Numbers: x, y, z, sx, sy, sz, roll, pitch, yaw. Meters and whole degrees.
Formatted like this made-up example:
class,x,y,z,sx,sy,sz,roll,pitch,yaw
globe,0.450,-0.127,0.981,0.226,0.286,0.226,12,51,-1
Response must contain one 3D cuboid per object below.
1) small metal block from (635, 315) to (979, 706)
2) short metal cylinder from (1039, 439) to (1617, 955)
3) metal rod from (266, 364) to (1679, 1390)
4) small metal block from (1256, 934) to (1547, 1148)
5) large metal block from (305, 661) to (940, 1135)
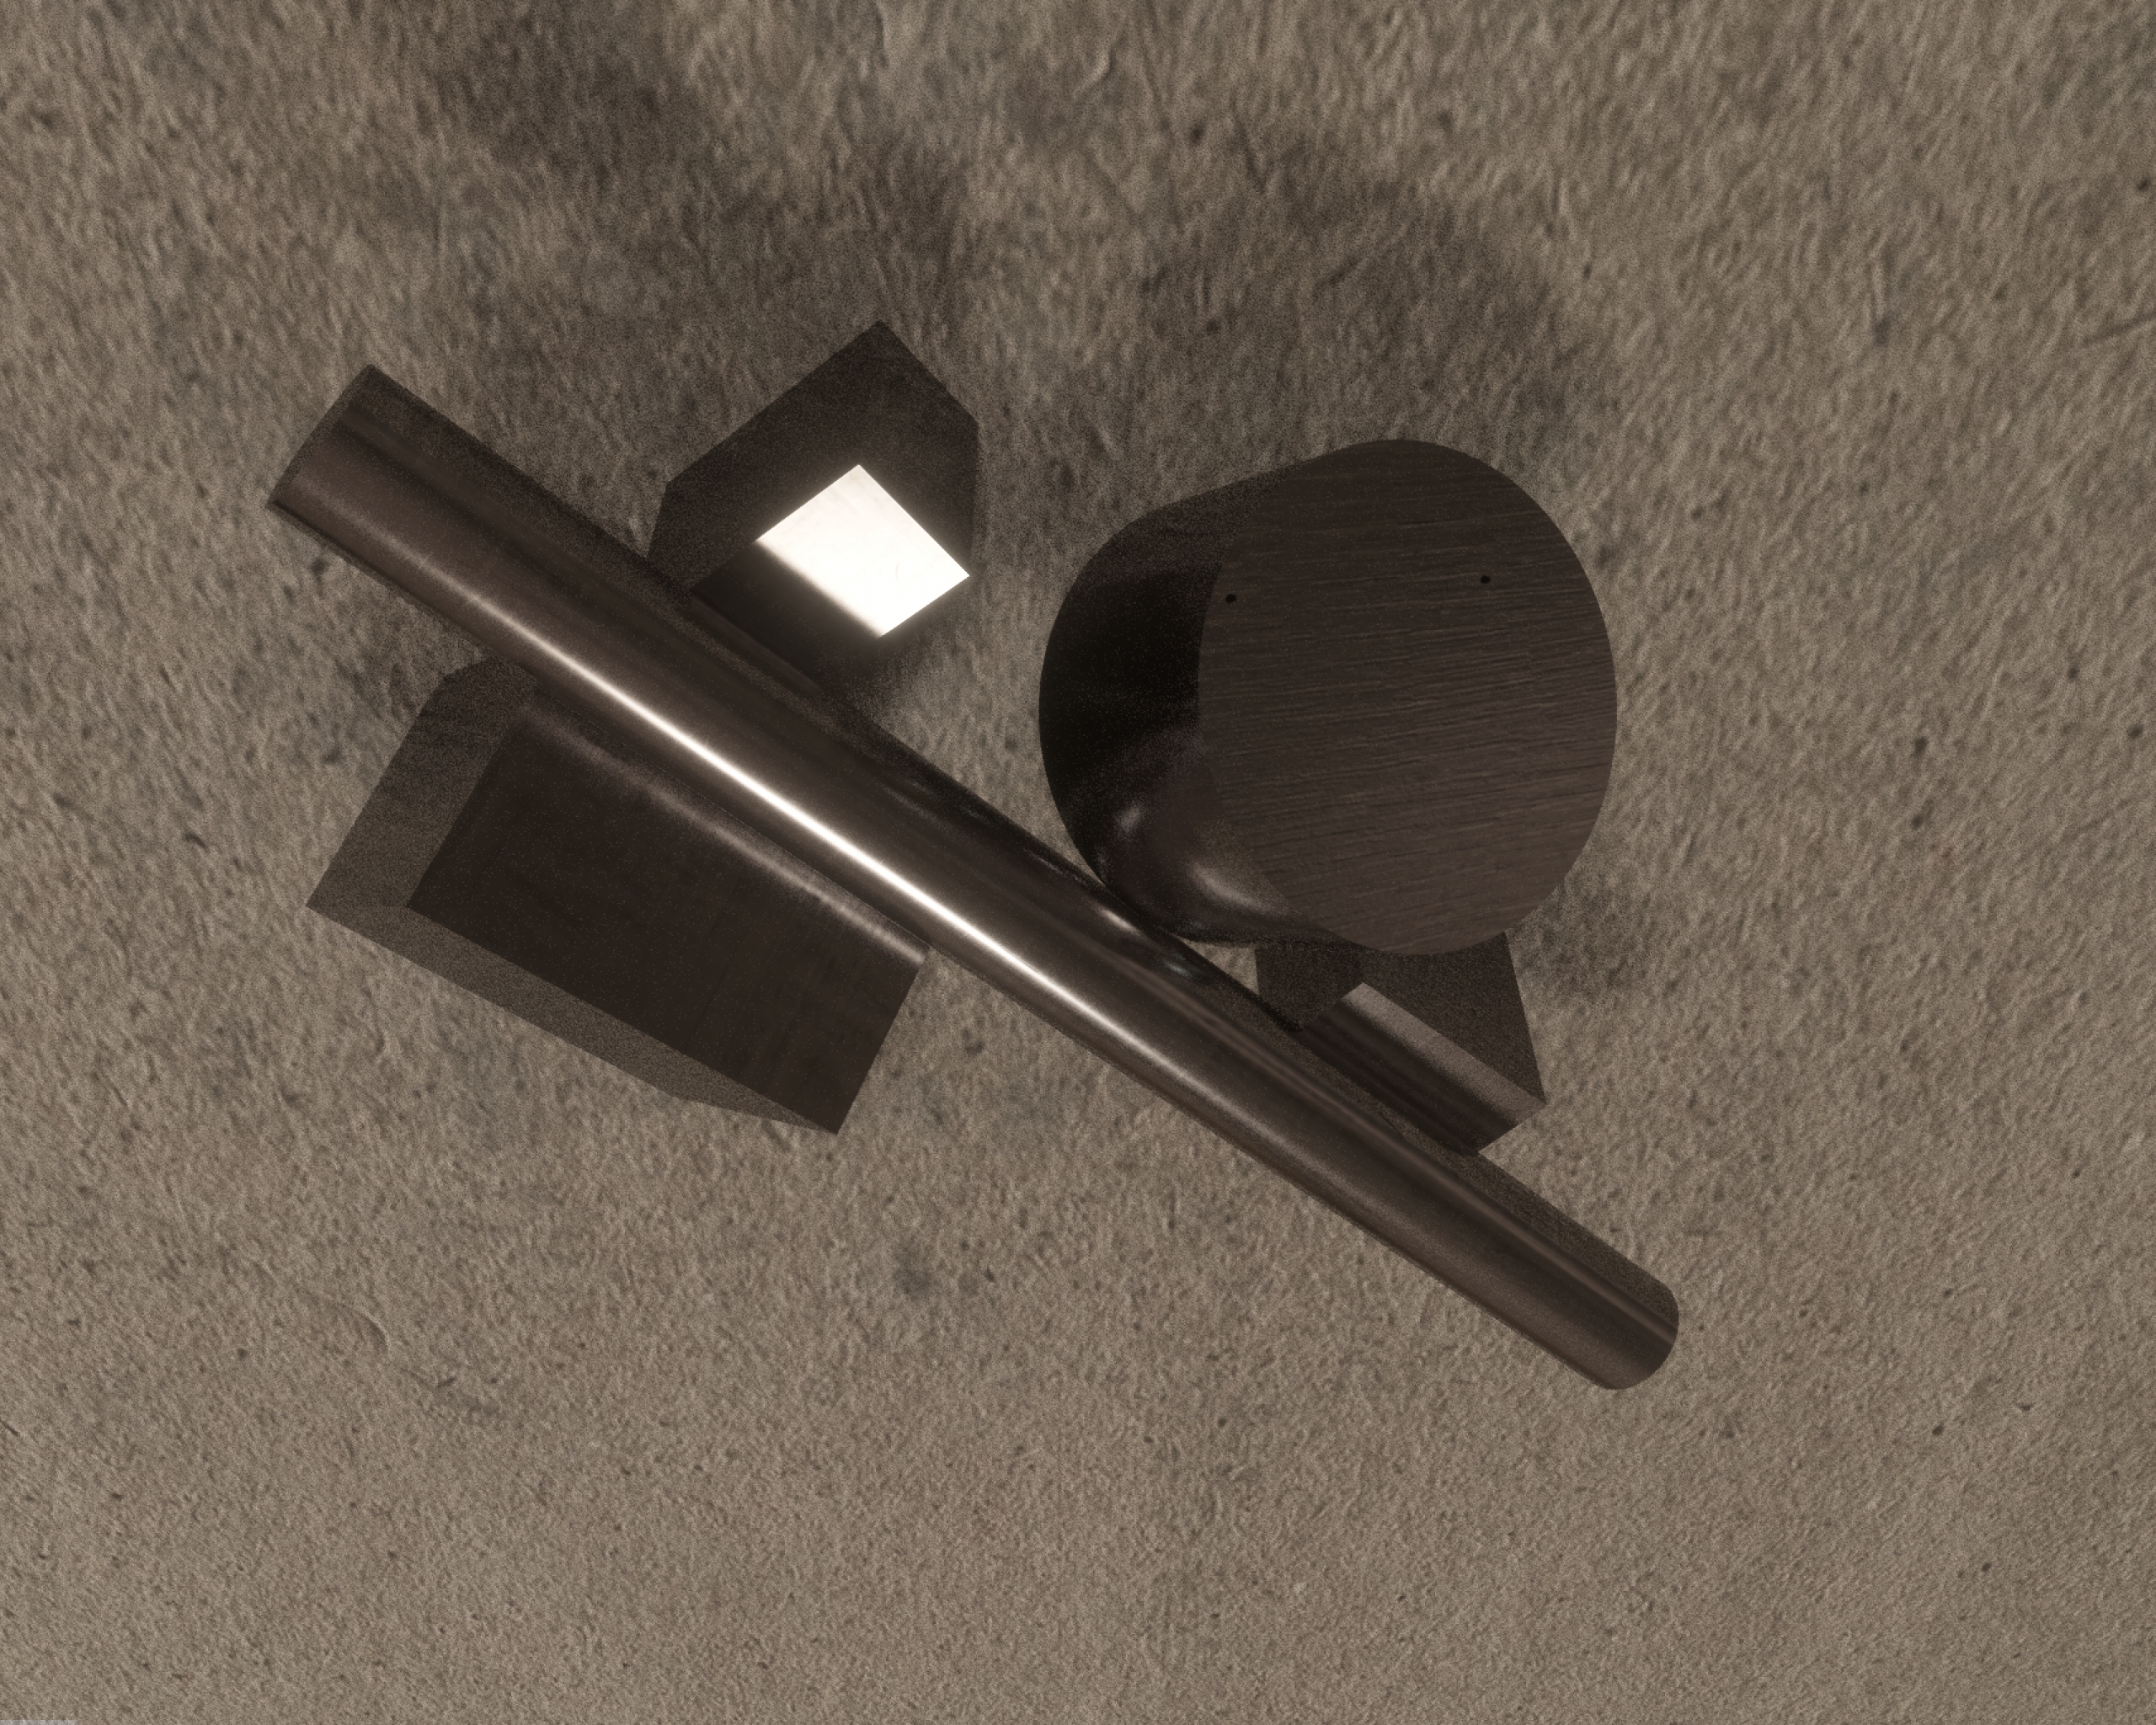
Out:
class,x,y,z,sx,sy,sz,roll,pitch,yaw
small metal block,-0.044,-0.056,0.345,0.050,0.050,0.025,-31,124,23
short metal cylinder,0.041,-0.025,0.344,0.080,0.080,0.050,32,164,-24
metal rod,0.003,0.018,0.359,0.301,0.025,0.025,36,121,-27
small metal block,0.062,0.025,0.411,0.050,0.050,0.025,33,122,-25
large metal block,-0.081,0.005,0.372,0.080,0.050,0.080,33,163,-26
